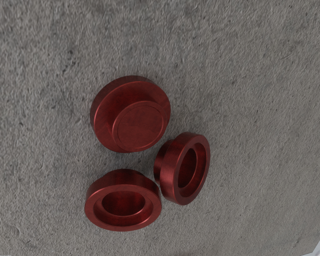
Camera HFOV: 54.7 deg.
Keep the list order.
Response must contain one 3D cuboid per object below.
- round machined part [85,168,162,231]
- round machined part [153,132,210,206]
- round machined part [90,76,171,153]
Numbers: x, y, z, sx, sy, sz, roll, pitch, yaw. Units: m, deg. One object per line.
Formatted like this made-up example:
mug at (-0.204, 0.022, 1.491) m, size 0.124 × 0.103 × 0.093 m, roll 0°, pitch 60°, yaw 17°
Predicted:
round machined part at (-0.048, 0.092, 0.413) m, size 0.099 × 0.042 × 0.097 m, roll -3°, pitch 129°, yaw -4°
round machined part at (0.028, 0.053, 0.425) m, size 0.099 × 0.042 × 0.097 m, roll -25°, pitch 121°, yaw -50°
round machined part at (-0.030, -0.010, 0.373) m, size 0.099 × 0.042 × 0.097 m, roll -14°, pitch 124°, yaw -21°
